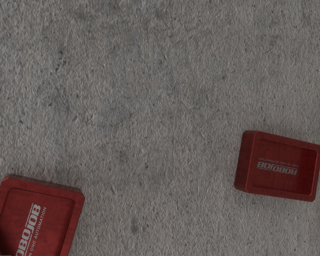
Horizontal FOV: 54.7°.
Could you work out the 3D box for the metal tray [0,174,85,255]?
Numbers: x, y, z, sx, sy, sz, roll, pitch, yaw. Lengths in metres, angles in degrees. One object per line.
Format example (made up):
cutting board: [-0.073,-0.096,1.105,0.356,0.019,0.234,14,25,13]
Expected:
metal tray: [-0.148,0.126,0.351,0.091,0.030,0.129,18,84,-19]

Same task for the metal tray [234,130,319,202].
metal tray: [0.183,0.059,0.473,0.131,0.030,0.090,12,86,-20]
